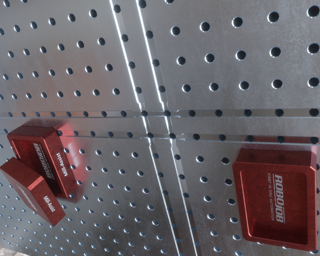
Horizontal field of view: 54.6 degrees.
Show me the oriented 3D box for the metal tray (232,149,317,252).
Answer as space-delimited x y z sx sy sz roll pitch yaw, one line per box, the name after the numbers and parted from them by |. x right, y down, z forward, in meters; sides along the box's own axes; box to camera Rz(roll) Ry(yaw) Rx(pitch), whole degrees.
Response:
0.145 0.090 0.387 0.090 0.030 0.129 0 119 28 | metal tray

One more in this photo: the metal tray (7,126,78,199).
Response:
-0.210 0.062 0.557 0.090 0.030 0.129 3 120 27 | metal tray

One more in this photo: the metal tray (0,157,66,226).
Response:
-0.234 0.120 0.576 0.090 0.030 0.129 24 142 28 | metal tray
